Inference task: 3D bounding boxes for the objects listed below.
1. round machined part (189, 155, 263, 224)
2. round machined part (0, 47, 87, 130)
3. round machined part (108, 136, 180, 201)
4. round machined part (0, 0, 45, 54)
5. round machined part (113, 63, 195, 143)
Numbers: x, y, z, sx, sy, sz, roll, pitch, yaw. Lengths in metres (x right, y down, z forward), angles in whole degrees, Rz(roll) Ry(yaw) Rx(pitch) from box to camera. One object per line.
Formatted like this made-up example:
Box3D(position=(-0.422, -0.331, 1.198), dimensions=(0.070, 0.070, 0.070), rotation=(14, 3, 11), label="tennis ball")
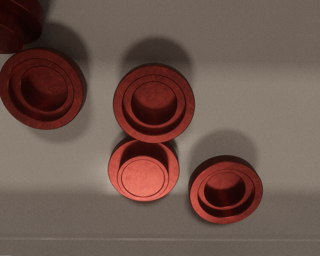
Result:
Box3D(position=(0.088, 0.081, 0.434), dimensions=(0.099, 0.042, 0.097), rotation=(0, 110, -1), label="round machined part")
Box3D(position=(-0.139, -0.050, 0.382), dimensions=(0.099, 0.042, 0.097), rotation=(0, 110, -1), label="round machined part")
Box3D(position=(-0.022, 0.059, 0.424), dimensions=(0.099, 0.042, 0.097), rotation=(0, 110, -1), label="round machined part")
Box3D(position=(-0.177, -0.113, 0.326), dimensions=(0.099, 0.098, 0.042), rotation=(3, 74, -2), label="round machined part")
Box3D(position=(-0.007, -0.033, 0.390), dimensions=(0.099, 0.042, 0.097), rotation=(0, 110, -1), label="round machined part")
